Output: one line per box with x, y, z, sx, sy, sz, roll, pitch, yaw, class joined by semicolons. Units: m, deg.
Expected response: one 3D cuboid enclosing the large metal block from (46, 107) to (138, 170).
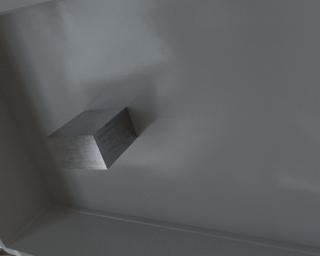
-0.091;0.013;0.427;0.080;0.080;0.050;-4;117;29;large metal block
